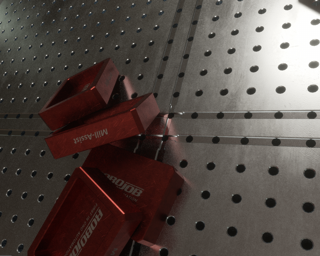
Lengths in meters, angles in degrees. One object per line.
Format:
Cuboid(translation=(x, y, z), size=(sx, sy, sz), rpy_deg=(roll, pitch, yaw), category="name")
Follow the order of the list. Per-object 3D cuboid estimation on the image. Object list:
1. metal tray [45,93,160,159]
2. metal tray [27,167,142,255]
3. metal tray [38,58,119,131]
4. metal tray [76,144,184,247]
Cuboid(translation=(-0.073, -0.005, 0.411), size=(0.130, 0.030, 0.090), rpy_deg=(-17, 15, 18), category="metal tray")
Cuboid(translation=(-0.087, 0.120, 0.344), size=(0.090, 0.030, 0.129), rpy_deg=(37, 100, 32), category="metal tray")
Cuboid(translation=(-0.115, -0.055, 0.461), size=(0.090, 0.030, 0.130), rpy_deg=(-23, 27, 14), category="metal tray")
Cuboid(translation=(-0.047, 0.075, 0.382), size=(0.130, 0.030, 0.090), rpy_deg=(15, 69, 33), category="metal tray")
